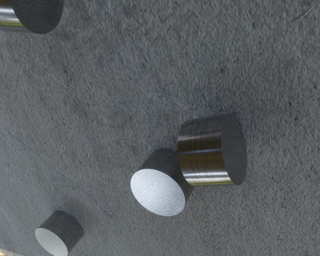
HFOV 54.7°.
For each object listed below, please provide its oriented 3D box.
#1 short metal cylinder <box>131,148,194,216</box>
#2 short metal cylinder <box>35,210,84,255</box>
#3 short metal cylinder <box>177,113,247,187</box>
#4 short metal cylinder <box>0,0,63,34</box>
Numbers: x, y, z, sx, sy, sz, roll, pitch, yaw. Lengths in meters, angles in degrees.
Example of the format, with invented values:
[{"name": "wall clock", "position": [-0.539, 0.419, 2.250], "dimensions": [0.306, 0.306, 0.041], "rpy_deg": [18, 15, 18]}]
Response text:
[{"name": "short metal cylinder", "position": [0.006, 0.076, 0.434], "dimensions": [0.080, 0.050, 0.079], "rpy_deg": [13, 124, 21]}, {"name": "short metal cylinder", "position": [-0.205, 0.216, 0.633], "dimensions": [0.080, 0.050, 0.079], "rpy_deg": [13, 124, 21]}, {"name": "short metal cylinder", "position": [0.062, 0.026, 0.355], "dimensions": [0.050, 0.080, 0.080], "rpy_deg": [-9, 114, 32]}, {"name": "short metal cylinder", "position": [-0.161, -0.153, 0.362], "dimensions": [0.050, 0.080, 0.079], "rpy_deg": [11, 123, 22]}]
